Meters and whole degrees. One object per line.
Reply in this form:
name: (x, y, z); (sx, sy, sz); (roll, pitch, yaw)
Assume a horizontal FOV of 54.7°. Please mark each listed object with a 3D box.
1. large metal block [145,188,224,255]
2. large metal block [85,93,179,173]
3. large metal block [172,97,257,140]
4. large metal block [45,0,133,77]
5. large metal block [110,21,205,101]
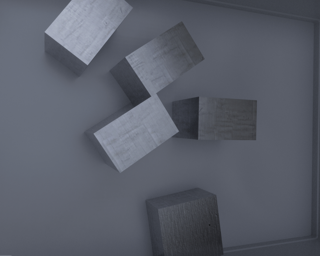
large metal block: (0.032, 0.131, 0.410); (0.081, 0.050, 0.079); (-9, 93, -20)
large metal block: (-0.037, 0.004, 0.368); (0.080, 0.080, 0.050); (-35, 102, -17)
large metal block: (0.068, -0.011, 0.408); (0.081, 0.080, 0.050); (1, 90, -20)
large metal block: (-0.084, -0.110, 0.351); (0.050, 0.080, 0.080); (38, 78, -17)
large metal block: (-0.006, -0.077, 0.379); (0.080, 0.080, 0.050); (-37, 102, -17)
